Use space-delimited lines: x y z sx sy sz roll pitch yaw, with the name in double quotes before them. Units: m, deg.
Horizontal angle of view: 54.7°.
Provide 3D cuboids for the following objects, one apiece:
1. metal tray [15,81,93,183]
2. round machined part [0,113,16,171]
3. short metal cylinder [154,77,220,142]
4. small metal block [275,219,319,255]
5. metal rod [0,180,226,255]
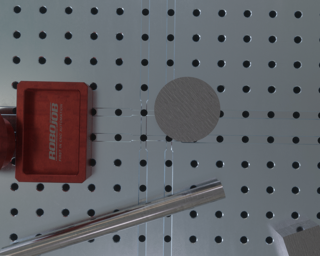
"metal tray" -0.139 0.005 0.409 0.091 0.030 0.129 1 90 0
"round machined part" -0.222 0.019 0.390 0.098 0.042 0.097 -2 87 29
"short metal cylinder" 0.033 -0.023 0.401 0.081 0.050 0.079 0 90 0
"small metal block" 0.191 0.158 0.415 0.050 0.025 0.050 -19 90 0
"metal rod" -0.061 0.126 0.412 0.302 0.025 0.025 -17 90 0
